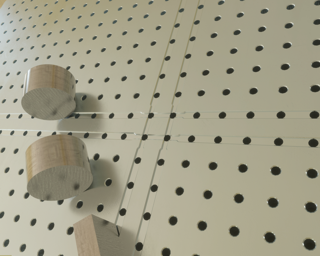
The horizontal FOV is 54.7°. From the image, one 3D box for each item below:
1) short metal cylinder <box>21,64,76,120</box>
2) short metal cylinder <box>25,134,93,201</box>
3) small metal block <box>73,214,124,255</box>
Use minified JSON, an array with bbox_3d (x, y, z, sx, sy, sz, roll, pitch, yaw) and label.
[{"bbox_3d":[-0.178,-0.056,0.501,0.080,0.080,0.050,-22,54,15],"label":"short metal cylinder"},{"bbox_3d":[-0.134,0.053,0.411,0.080,0.080,0.050,-30,52,9],"label":"short metal cylinder"},{"bbox_3d":[-0.068,0.131,0.348,0.025,0.050,0.050,-31,52,8],"label":"small metal block"}]
